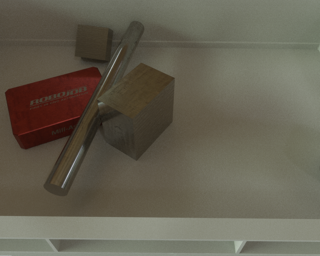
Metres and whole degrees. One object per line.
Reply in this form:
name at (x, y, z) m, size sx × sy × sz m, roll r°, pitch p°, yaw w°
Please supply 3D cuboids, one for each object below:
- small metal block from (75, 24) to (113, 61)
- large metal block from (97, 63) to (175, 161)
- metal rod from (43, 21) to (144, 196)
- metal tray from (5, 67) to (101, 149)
small metal block at (-0.106, -0.137, 0.500) m, size 0.050 × 0.050 × 0.025 m, roll 9°, pitch 9°, yaw 7°
large metal block at (-0.026, -0.020, 0.386) m, size 0.050 × 0.080 × 0.080 m, roll 29°, pitch 56°, yaw 21°
metal rod at (-0.071, -0.050, 0.405) m, size 0.025 × 0.025 × 0.300 m, roll 10°, pitch 51°, yaw 8°
metal tray at (-0.135, -0.032, 0.427) m, size 0.131 × 0.030 × 0.090 m, roll -19°, pitch 53°, yaw -16°
